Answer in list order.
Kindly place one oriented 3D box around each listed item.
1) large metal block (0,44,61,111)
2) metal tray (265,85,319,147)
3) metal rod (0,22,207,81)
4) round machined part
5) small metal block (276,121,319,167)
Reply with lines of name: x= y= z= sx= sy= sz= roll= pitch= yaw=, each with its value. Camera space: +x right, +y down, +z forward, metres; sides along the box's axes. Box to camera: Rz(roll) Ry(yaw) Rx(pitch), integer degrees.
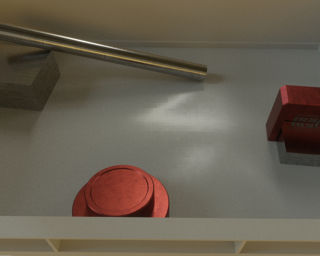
large metal block: x=-0.202 y=-0.074 z=0.448 sx=0.080 sy=0.050 sz=0.080 roll=6 pitch=50 yaw=4
metal tray: x=0.208 y=-0.008 z=0.388 sx=0.131 sy=0.090 sz=0.030 roll=5 pitch=53 yaw=5
metal rod: x=-0.078 y=-0.110 z=0.454 sx=0.302 sy=0.025 sz=0.025 roll=10 pitch=50 yaw=-9
round machined part: x=-0.039 y=0.075 z=0.316 sx=0.099 sy=0.042 sz=0.098 roll=0 pitch=37 yaw=0
small metal block: x=0.177 y=0.020 z=0.391 sx=0.050 sy=0.025 sz=0.050 roll=5 pitch=50 yaw=3
